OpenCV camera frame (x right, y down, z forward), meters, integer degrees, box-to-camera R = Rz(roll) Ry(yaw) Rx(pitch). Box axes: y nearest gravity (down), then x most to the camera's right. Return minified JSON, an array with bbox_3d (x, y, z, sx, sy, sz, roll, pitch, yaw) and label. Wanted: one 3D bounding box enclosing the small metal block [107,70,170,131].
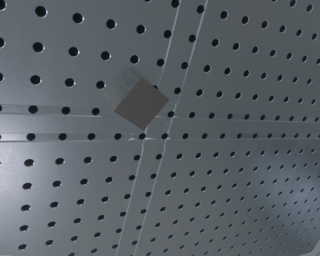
[{"bbox_3d":[-0.026,-0.033,0.376,0.050,0.025,0.050,-50,129,7],"label":"small metal block"}]
